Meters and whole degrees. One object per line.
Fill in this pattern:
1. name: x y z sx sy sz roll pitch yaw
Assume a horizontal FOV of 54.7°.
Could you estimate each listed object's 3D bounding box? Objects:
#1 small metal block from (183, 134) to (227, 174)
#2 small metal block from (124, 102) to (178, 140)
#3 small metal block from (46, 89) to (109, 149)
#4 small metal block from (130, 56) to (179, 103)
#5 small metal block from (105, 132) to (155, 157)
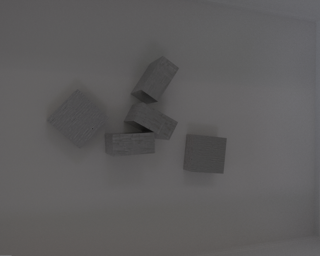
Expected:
1. small metal block: 0.063 0.036 0.434 0.050 0.025 0.050 6 88 -20
2. small metal block: -0.013 -0.008 0.392 0.050 0.050 0.025 29 81 -18
3. small metal block: -0.099 -0.011 0.374 0.050 0.025 0.050 44 76 -15
4. small metal block: -0.008 -0.059 0.394 0.025 0.050 0.050 35 79 -17
5. small metal block: -0.038 0.019 0.383 0.050 0.050 0.025 -3 91 -20
